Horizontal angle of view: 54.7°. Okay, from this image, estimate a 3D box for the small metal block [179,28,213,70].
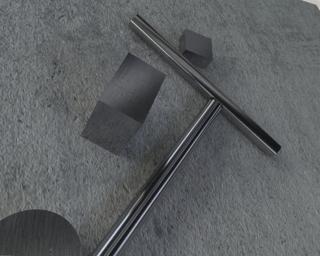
[{"bbox_3d":[0.059,-0.132,0.519,0.050,0.025,0.050,17,55,-19],"label":"small metal block"}]

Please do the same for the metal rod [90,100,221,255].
[{"bbox_3d":[0.006,0.056,0.373,0.025,0.025,0.301,41,51,-1],"label":"metal rod"}]

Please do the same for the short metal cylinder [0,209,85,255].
[{"bbox_3d":[-0.102,0.113,0.250,0.081,0.050,0.080,4,55,-5],"label":"short metal cylinder"}]

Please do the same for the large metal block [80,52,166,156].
[{"bbox_3d":[-0.043,-0.026,0.362,0.050,0.080,0.080,30,52,-10],"label":"large metal block"}]

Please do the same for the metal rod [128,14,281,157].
[{"bbox_3d":[0.069,-0.066,0.482,0.300,0.025,0.025,43,51,1],"label":"metal rod"}]
